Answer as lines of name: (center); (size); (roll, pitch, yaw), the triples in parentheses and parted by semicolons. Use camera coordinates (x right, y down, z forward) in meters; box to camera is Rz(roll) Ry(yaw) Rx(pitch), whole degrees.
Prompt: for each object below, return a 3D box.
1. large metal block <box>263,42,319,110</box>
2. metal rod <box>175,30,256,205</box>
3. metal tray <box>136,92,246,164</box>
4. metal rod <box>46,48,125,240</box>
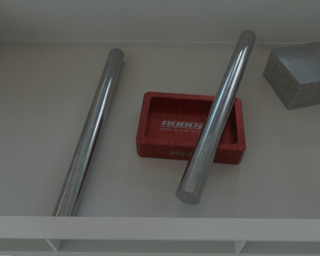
large metal block: (0.213, -0.078, 0.458); (0.081, 0.050, 0.080); (-11, 51, -10)
metal rod: (0.083, -0.037, 0.397); (0.025, 0.025, 0.301); (17, 52, 13)
metal tray: (0.040, -0.002, 0.404); (0.131, 0.030, 0.090); (4, 50, 3)
metal rod: (-0.086, -0.006, 0.408); (0.025, 0.025, 0.300); (5, 50, 4)
